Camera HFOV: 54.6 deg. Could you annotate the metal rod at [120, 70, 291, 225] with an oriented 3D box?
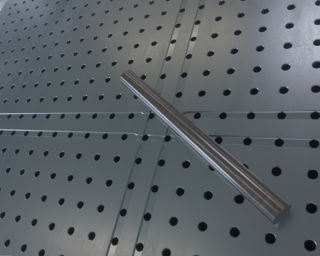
[{"bbox_3d":[0.033,0.002,0.390,0.025,0.025,0.300,-44,51,-2],"label":"metal rod"}]
